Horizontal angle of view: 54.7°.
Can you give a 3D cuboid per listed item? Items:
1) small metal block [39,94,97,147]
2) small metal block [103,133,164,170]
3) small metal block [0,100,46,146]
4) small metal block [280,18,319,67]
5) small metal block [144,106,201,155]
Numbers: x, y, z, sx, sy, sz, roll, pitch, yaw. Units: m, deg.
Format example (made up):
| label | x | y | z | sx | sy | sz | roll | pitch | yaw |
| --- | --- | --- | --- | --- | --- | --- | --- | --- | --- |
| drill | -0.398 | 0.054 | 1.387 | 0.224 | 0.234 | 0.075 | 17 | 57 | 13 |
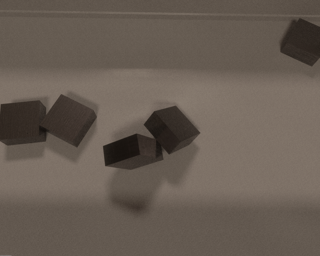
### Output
| label | x | y | z | sx | sy | sz | roll | pitch | yaw |
| --- | --- | --- | --- | --- | --- | --- | --- | --- | --- |
| small metal block | -0.121 | -0.010 | 0.412 | 0.050 | 0.025 | 0.050 | 26 | 72 | 9 |
| small metal block | -0.032 | 0.030 | 0.375 | 0.050 | 0.050 | 0.025 | -20 | 68 | 27 |
| small metal block | -0.181 | -0.007 | 0.410 | 0.050 | 0.025 | 0.050 | -6 | 70 | -3 |
| small metal block | 0.216 | -0.127 | 0.459 | 0.050 | 0.025 | 0.050 | 29 | 72 | 9 |
| small metal block | 0.016 | 0.001 | 0.395 | 0.050 | 0.025 | 0.050 | 49 | 33 | 15 |
